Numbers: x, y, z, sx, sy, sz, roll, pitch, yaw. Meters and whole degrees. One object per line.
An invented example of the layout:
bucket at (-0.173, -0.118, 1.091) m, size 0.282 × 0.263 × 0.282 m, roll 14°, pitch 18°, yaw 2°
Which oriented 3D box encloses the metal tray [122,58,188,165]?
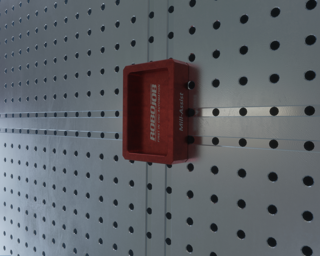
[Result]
metal tray at (-0.008, -0.021, 0.413) m, size 0.090 × 0.030 × 0.129 m, roll 1°, pitch 91°, yaw 40°
